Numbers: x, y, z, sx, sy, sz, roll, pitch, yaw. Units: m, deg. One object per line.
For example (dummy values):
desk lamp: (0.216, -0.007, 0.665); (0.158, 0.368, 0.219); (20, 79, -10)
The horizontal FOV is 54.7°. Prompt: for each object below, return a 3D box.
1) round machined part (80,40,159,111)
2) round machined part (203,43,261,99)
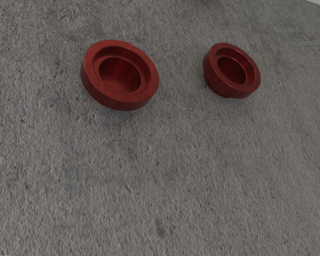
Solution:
round machined part: (-0.054, -0.063, 0.402); (0.099, 0.042, 0.098); (14, 56, -21)
round machined part: (0.112, -0.088, 0.506); (0.099, 0.042, 0.098); (14, 56, -21)
